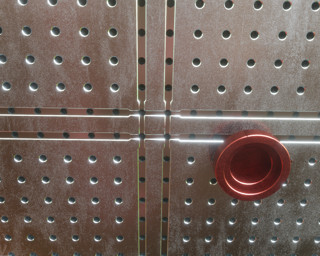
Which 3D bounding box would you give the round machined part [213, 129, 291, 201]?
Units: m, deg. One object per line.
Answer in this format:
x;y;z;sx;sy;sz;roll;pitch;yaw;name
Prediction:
0.121;0.047;0.423;0.099;0.042;0.097;0;110;-1;round machined part
